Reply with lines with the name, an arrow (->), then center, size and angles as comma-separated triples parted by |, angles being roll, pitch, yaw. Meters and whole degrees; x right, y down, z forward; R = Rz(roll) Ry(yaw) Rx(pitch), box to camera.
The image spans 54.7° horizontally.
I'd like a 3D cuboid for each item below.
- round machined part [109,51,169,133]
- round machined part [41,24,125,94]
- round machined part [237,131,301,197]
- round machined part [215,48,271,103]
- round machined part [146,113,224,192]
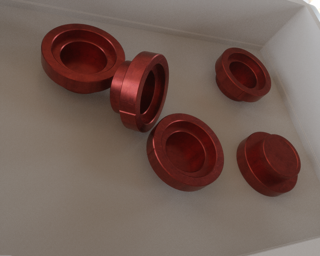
round machined part -> -0.027, -0.046, 0.383 | 0.042, 0.097, 0.098 | 15, 49, 18
round machined part -> -0.096, -0.081, 0.388 | 0.099, 0.042, 0.098 | 10, 54, -14
round machined part -> 0.166, 0.048, 0.458 | 0.099, 0.042, 0.098 | 14, 56, -21
round machined part -> 0.134, -0.084, 0.520 | 0.099, 0.042, 0.098 | 14, 56, -21
round machined part -> 0.028, 0.033, 0.391 | 0.099, 0.042, 0.098 | 14, 56, -21
